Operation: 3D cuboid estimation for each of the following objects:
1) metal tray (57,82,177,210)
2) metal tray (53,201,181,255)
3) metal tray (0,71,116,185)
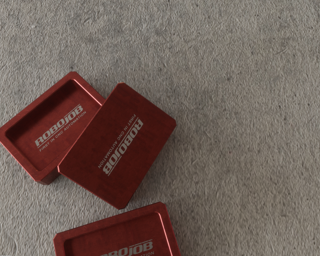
[{"bbox_3d":[-0.050,0.021,0.380,0.090,0.030,0.130,36,72,-11],"label":"metal tray"},{"bbox_3d":[-0.045,0.146,0.351,0.131,0.030,0.090,-16,71,-6],"label":"metal tray"},{"bbox_3d":[-0.131,-0.002,0.404,0.090,0.030,0.130,43,75,14],"label":"metal tray"}]
